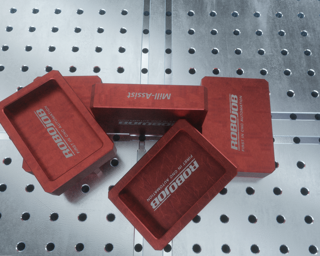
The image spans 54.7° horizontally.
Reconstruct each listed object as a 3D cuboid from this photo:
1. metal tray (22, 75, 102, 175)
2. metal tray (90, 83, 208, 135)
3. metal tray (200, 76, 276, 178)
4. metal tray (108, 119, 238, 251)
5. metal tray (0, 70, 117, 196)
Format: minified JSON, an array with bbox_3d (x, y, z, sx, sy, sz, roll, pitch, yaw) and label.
[{"bbox_3d":[-0.123,-0.005,0.409,0.091,0.030,0.129,-1,71,-1],"label":"metal tray"},{"bbox_3d":[-0.012,-0.020,0.383,0.131,0.090,0.030,1,70,0],"label":"metal tray"},{"bbox_3d":[0.098,-0.003,0.410,0.091,0.030,0.130,3,70,0],"label":"metal tray"},{"bbox_3d":[0.015,0.065,0.366,0.130,0.030,0.090,-46,77,2],"label":"metal tray"},{"bbox_3d":[-0.125,0.003,0.373,0.090,0.030,0.130,-36,75,-13],"label":"metal tray"}]
